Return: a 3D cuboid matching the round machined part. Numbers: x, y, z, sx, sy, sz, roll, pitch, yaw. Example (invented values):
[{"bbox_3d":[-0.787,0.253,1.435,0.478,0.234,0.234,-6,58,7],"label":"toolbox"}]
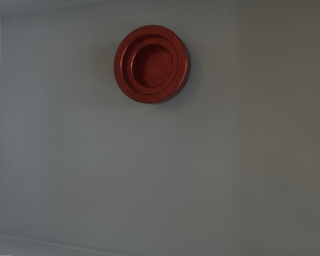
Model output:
[{"bbox_3d":[-0.007,-0.079,0.404,0.098,0.042,0.097,0,90,20],"label":"round machined part"}]
